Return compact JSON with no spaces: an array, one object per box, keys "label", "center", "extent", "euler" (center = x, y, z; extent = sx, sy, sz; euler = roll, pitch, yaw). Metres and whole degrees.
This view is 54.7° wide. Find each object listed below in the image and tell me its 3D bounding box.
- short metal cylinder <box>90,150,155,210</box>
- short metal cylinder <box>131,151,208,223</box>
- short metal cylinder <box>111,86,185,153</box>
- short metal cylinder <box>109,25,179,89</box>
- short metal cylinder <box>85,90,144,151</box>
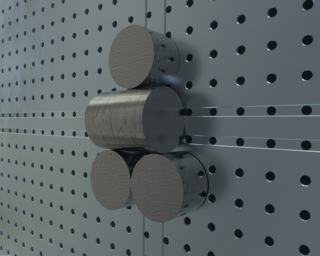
[{"label":"short metal cylinder","center":[-0.051,0.069,0.432],"extent":[0.080,0.050,0.079],"euler":[0,90,39]},{"label":"short metal cylinder","center":[0.011,0.070,0.381],"extent":[0.080,0.050,0.079],"euler":[0,90,39]},{"label":"short metal cylinder","center":[-0.013,-0.010,0.383],"extent":[0.050,0.081,0.079],"euler":[1,91,40]},{"label":"short metal cylinder","center":[-0.022,-0.090,0.409],"extent":[0.080,0.050,0.079],"euler":[0,90,39]},{"label":"short metal cylinder","center":[-0.052,-0.010,0.415],"extent":[0.050,0.081,0.079],"euler":[1,91,40]}]
